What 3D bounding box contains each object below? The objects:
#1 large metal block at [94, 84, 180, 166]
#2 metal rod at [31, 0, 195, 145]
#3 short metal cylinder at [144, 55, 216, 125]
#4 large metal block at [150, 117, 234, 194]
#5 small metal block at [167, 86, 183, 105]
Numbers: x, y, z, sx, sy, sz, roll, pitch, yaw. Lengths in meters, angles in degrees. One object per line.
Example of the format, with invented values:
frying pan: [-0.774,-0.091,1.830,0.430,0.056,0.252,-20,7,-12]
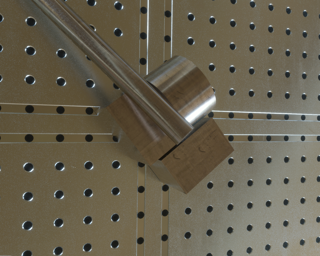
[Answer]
large metal block: [-0.029,-0.005,0.374,0.050,0.080,0.080,-40,103,-16]
metal rod: [-0.080,-0.096,0.328,0.300,0.025,0.025,45,75,7]
short metal cylinder: [0.019,-0.037,0.364,0.050,0.080,0.080,-39,103,-16]
large metal block: [0.032,0.031,0.394,0.080,0.080,0.050,-39,103,-16]
small metal block: [0.015,-0.049,0.420,0.050,0.025,0.050,-43,104,-15]
